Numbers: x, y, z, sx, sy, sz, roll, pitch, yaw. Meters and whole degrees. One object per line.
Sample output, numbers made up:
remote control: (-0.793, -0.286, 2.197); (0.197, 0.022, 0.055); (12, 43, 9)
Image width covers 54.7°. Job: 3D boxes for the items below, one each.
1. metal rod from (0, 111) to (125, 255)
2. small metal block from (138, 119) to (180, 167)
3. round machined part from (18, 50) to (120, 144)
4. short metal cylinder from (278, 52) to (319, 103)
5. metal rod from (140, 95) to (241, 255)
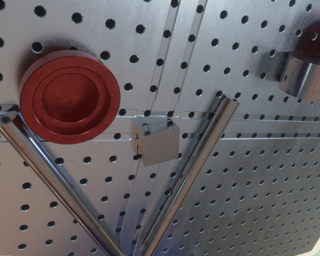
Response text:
metal rod: (-0.113, 0.099, 0.410); (0.025, 0.025, 0.299); (-30, 129, -9)
small metal block: (-0.002, 0.020, 0.423); (0.050, 0.025, 0.050); (-13, 124, -22)
round machined part: (-0.095, -0.035, 0.327); (0.099, 0.042, 0.097); (-14, 124, -21)
short metal cylinder: (0.220, -0.075, 0.449); (0.081, 0.080, 0.050); (-4, 120, -26)
metal rod: (0.040, 0.086, 0.486); (0.025, 0.025, 0.298); (14, 111, -34)
